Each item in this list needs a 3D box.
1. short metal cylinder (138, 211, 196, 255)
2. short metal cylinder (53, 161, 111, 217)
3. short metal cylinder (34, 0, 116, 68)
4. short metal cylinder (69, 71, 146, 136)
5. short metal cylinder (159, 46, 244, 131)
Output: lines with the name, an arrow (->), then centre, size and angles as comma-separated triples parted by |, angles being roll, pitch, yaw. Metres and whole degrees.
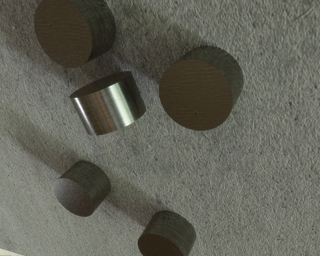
short metal cylinder -> 0.012, 0.181, 0.496 | 0.080, 0.050, 0.079 | 13, 124, 21
short metal cylinder -> -0.130, 0.102, 0.523 | 0.080, 0.050, 0.079 | 13, 124, 21
short metal cylinder -> -0.100, -0.118, 0.371 | 0.080, 0.050, 0.079 | 13, 124, 21
short metal cylinder -> -0.064, -0.032, 0.385 | 0.080, 0.080, 0.050 | -8, 114, 32
short metal cylinder -> 0.046, -0.044, 0.339 | 0.080, 0.050, 0.079 | 13, 124, 21
